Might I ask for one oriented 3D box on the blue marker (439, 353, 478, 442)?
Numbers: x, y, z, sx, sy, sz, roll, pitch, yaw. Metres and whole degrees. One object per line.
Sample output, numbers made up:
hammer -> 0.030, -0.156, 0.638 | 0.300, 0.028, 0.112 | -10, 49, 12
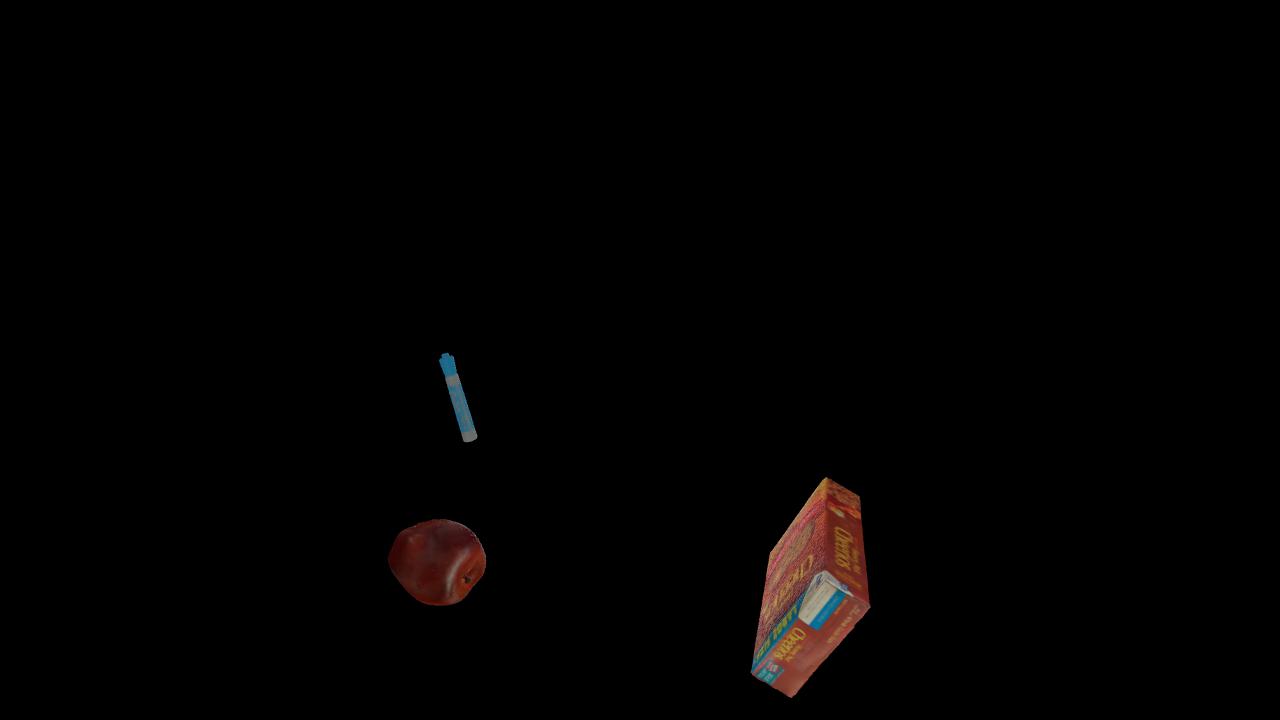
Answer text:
blue marker -> -0.237, 0.049, 0.799 | 0.020, 0.121, 0.020 | -11, 16, 3

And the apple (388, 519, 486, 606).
apple -> -0.196, 0.194, 0.596 | 0.093, 0.079, 0.079 | 17, 7, 26

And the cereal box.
cereal box -> 0.272, 0.345, 0.979 | 0.081, 0.203, 0.306 | 30, 24, 7
